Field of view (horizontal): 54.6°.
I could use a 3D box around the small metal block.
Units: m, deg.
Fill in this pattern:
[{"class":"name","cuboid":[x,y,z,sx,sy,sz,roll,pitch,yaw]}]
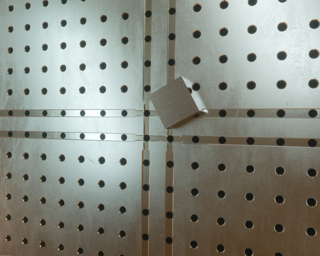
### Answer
[{"class":"small metal block","cuboid":[0.021,-0.032,0.406,0.050,0.025,0.050,-29,81,17]}]
